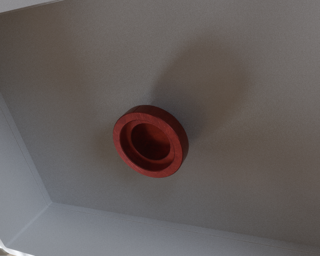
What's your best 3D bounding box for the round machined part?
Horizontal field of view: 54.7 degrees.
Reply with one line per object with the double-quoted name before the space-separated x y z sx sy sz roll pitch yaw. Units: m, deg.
"round machined part" -0.008 0.013 0.404 0.098 0.042 0.097 13 124 20
